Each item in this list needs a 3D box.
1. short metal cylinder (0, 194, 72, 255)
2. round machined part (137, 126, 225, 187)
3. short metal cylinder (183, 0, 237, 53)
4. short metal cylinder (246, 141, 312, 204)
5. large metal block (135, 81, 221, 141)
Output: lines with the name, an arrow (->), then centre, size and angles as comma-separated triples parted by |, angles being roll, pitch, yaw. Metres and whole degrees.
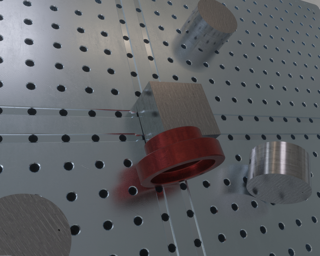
short metal cylinder -> -0.122, 0.102, 0.264 | 0.081, 0.050, 0.080 | 14, 56, -21
round machined part -> 0.020, 0.031, 0.353 | 0.099, 0.097, 0.042 | -4, 65, -30
short metal cylinder -> 0.089, -0.182, 0.551 | 0.081, 0.050, 0.080 | 14, 56, -21
short metal cylinder -> 0.161, 0.062, 0.422 | 0.080, 0.080, 0.050 | 27, 53, -12
large metal block -> 0.022, -0.013, 0.411 | 0.081, 0.050, 0.080 | -2, 61, -29
